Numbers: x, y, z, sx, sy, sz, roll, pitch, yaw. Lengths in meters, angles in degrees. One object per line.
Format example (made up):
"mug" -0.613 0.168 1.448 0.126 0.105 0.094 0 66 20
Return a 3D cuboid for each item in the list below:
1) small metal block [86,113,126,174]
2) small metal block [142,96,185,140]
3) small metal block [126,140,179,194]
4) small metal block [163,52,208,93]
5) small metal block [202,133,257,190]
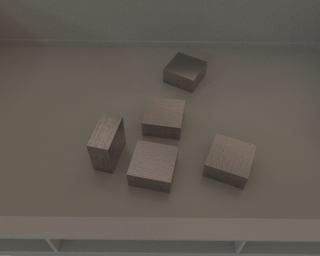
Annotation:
"small metal block" -0.063 0.019 0.372 0.025 0.050 0.050 11 51 9
"small metal block" 0.005 -0.014 0.417 0.050 0.025 0.050 7 50 6
"small metal block" -0.008 0.045 0.367 0.050 0.025 0.050 10 51 7
"small metal block" 0.039 -0.086 0.478 0.050 0.025 0.050 23 54 18
"small metal block" 0.084 0.039 0.373 0.050 0.025 0.050 17 52 14
